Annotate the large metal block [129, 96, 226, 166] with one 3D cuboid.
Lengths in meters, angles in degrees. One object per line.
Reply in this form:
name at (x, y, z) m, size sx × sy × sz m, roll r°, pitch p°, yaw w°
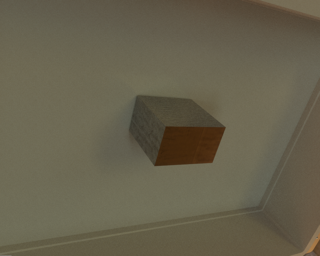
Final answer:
large metal block at (0.018, 0.001, 0.380) m, size 0.081 × 0.080 × 0.050 m, roll 1°, pitch 118°, yaw -29°
